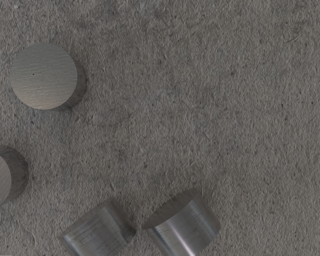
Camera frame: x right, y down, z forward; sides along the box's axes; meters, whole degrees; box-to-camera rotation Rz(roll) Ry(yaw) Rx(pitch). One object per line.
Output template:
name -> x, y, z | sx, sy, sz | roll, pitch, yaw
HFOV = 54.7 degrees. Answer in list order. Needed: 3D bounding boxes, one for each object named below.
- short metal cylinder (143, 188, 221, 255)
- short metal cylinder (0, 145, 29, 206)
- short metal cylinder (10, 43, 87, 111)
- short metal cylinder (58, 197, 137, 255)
short metal cylinder -> 0.027, 0.119, 0.383 | 0.080, 0.080, 0.050 | -35, 90, 0
short metal cylinder -> -0.218, 0.063, 0.396 | 0.081, 0.050, 0.080 | 0, 90, 0
short metal cylinder -> -0.139, -0.062, 0.396 | 0.081, 0.050, 0.080 | 0, 90, 0
short metal cylinder -> -0.076, 0.129, 0.382 | 0.080, 0.080, 0.050 | -35, 90, 0
